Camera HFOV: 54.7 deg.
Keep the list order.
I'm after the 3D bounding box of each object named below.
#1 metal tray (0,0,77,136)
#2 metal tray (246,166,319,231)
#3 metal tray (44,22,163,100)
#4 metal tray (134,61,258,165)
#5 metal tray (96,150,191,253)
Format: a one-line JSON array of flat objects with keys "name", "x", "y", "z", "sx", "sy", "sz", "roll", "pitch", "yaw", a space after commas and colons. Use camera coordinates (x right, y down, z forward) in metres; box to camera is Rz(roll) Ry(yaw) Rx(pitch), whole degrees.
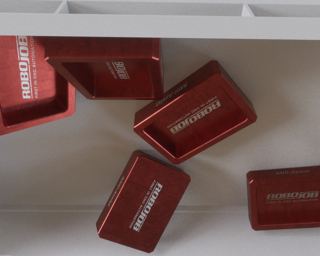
[{"name": "metal tray", "x": -0.136, "y": -0.060, "z": 0.321, "sx": 0.091, "sy": 0.030, "sz": 0.129, "roll": -20, "pitch": 140, "yaw": -34}, {"name": "metal tray", "x": 0.203, "y": 0.108, "z": 0.475, "sx": 0.131, "sy": 0.030, "sz": 0.089, "roll": -6, "pitch": 108, "yaw": 7}, {"name": "metal tray", "x": -0.043, "y": -0.058, "z": 0.303, "sx": 0.091, "sy": 0.030, "sz": 0.130, "roll": 0, "pitch": 171, "yaw": 2}, {"name": "metal tray", "x": 0.043, "y": -0.014, "z": 0.394, "sx": 0.130, "sy": 0.030, "sz": 0.090, "roll": -33, "pitch": 123, "yaw": 24}, {"name": "metal tray", "x": -0.024, "y": 0.108, "z": 0.454, "sx": 0.090, "sy": 0.030, "sz": 0.130, "roll": 27, "pitch": 92, "yaw": -21}]
